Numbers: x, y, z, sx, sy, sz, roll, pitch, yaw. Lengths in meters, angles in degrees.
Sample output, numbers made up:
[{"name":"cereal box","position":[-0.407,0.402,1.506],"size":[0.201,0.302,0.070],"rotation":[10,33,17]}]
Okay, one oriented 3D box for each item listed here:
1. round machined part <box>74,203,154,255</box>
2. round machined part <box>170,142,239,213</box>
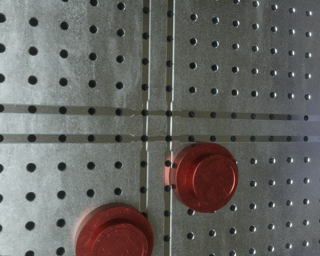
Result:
[{"name":"round machined part","position":[-0.054,0.146,0.384],"size":[0.099,0.042,0.097],"rotation":[0,90,-20]},{"name":"round machined part","position":[0.067,0.069,0.428],"size":[0.099,0.042,0.097],"rotation":[0,90,-20]}]
